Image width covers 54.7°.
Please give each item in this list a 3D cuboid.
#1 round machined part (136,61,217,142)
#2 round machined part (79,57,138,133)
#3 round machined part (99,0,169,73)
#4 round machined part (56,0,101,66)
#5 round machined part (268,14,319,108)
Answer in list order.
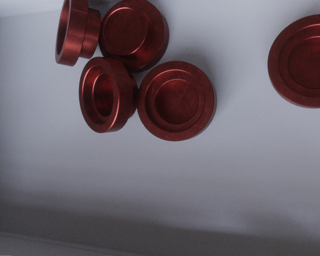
[{"bbox_3d":[0.023,-0.032,0.393,0.098,0.042,0.097,0,90,20],"label":"round machined part"},{"bbox_3d":[-0.065,-0.044,0.410,0.098,0.042,0.097,8,101,47],"label":"round machined part"},{"bbox_3d":[-0.041,-0.126,0.416,0.098,0.042,0.097,0,90,20],"label":"round machined part"},{"bbox_3d":[-0.111,-0.132,0.423,0.098,0.042,0.098,-25,61,58],"label":"round machined part"},{"bbox_3d":[0.171,-0.070,0.341,0.098,0.042,0.097,0,90,20],"label":"round machined part"}]
